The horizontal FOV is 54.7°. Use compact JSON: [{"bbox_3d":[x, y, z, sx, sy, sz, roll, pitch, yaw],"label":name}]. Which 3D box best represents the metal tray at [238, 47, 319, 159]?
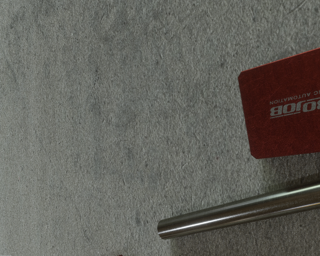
[{"bbox_3d":[0.144,-0.024,0.283,0.130,0.030,0.089,-13,82,39],"label":"metal tray"}]

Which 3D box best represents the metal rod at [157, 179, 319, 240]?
[{"bbox_3d":[0.113,0.077,0.310,0.299,0.025,0.025,-27,74,36],"label":"metal rod"}]
